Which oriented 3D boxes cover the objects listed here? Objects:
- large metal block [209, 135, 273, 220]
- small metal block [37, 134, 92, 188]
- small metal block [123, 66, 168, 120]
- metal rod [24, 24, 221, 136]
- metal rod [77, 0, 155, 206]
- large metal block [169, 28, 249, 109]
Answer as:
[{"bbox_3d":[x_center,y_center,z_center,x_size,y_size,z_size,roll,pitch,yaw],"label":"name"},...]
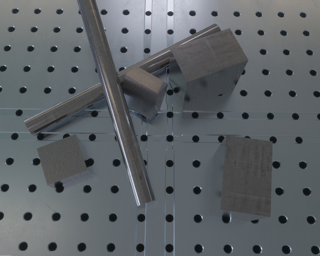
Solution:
[{"bbox_3d":[0.091,0.062,0.360,0.050,0.080,0.080,8,70,3],"label":"large metal block"},{"bbox_3d":[-0.122,0.043,0.395,0.050,0.025,0.050,-21,72,-8],"label":"small metal block"},{"bbox_3d":[-0.022,-0.046,0.412,0.050,0.050,0.025,31,49,10],"label":"small metal block"},{"bbox_3d":[-0.044,-0.072,0.437,0.301,0.025,0.025,-29,73,-10],"label":"metal rod"},{"bbox_3d":[-0.062,-0.049,0.404,0.025,0.025,0.299,-16,80,-6],"label":"metal rod"},{"bbox_3d":[0.059,-0.076,0.410,0.080,0.080,0.050,-21,72,-7],"label":"large metal block"}]
